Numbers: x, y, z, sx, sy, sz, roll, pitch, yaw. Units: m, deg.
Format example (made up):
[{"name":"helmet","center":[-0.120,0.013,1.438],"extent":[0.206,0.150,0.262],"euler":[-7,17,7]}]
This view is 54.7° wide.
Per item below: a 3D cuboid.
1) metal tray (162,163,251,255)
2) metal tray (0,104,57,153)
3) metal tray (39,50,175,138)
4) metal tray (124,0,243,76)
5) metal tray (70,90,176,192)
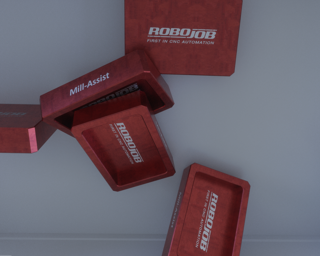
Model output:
[{"name":"metal tray","center":[0.064,0.122,0.410],"extent":[0.090,0.030,0.130],"euler":[20,66,-8]},{"name":"metal tray","center":[-0.200,-0.003,0.373],"extent":[0.131,0.090,0.030],"euler":[1,110,-1]},{"name":"metal tray","center":[-0.059,-0.031,0.363],"extent":[0.130,0.030,0.090],"euler":[-23,154,12]},{"name":"metal tray","center":[0.025,-0.110,0.368],"extent":[0.131,0.030,0.089],"euler":[2,110,-1]},{"name":"metal tray","center":[-0.041,0.022,0.391],"extent":[0.090,0.030,0.130],"euler":[-17,132,6]}]
